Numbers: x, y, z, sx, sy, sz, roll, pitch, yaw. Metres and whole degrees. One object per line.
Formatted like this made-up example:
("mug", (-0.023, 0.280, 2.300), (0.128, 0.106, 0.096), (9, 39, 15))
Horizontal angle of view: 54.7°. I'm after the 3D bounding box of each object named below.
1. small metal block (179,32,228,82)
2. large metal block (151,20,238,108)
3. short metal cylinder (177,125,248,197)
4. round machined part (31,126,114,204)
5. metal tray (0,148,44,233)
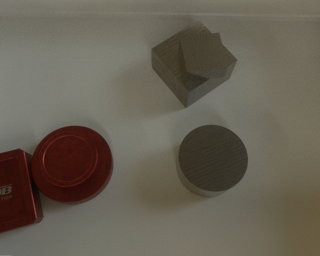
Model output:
("small metal block", (0.053, -0.089, 0.390), (0.050, 0.025, 0.050), (-8, 70, -4))
("large metal block", (0.045, -0.088, 0.429), (0.080, 0.050, 0.080), (-35, 74, -12))
("short metal cylinder", (0.062, 0.042, 0.382), (0.081, 0.050, 0.080), (0, 70, 0))
("round machined part", (-0.109, 0.042, 0.381), (0.099, 0.042, 0.098), (1, 69, -3))
("metal tray", (-0.215, 0.084, 0.364), (0.131, 0.030, 0.090), (-14, 77, -9))
